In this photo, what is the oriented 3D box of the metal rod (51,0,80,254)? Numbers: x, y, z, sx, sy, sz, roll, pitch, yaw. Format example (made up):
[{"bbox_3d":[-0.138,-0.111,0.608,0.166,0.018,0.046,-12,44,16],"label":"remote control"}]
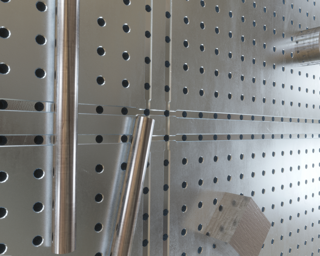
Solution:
[{"bbox_3d":[-0.099,-0.022,0.326,0.025,0.025,0.298,1,89,-40],"label":"metal rod"}]

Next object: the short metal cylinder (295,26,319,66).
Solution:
[{"bbox_3d":[0.338,-0.178,0.676,0.081,0.050,0.079,0,90,-40],"label":"short metal cylinder"}]

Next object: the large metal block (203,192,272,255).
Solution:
[{"bbox_3d":[0.127,0.163,0.500,0.080,0.050,0.080,51,60,-28],"label":"large metal block"}]

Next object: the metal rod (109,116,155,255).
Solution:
[{"bbox_3d":[-0.044,0.134,0.372,0.025,0.025,0.299,17,80,-39],"label":"metal rod"}]
